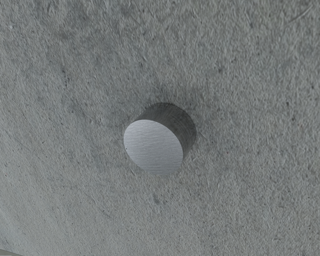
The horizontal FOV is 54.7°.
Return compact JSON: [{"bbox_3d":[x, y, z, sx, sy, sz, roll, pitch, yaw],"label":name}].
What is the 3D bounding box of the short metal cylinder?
[{"bbox_3d":[0.001,0.013,0.399,0.080,0.050,0.079,13,124,20],"label":"short metal cylinder"}]
